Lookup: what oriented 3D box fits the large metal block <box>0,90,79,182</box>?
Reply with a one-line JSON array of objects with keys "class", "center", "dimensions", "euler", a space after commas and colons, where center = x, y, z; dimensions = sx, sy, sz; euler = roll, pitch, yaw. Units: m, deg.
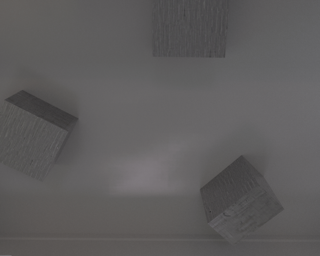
[{"class": "large metal block", "center": [-0.165, 0.010, 0.400], "dimensions": [0.080, 0.050, 0.080], "euler": [28, 108, -10]}]

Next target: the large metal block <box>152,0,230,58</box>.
[{"class": "large metal block", "center": [0.032, -0.124, 0.352], "dimensions": [0.081, 0.050, 0.079], "euler": [1, 110, -1]}]

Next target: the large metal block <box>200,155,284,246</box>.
[{"class": "large metal block", "center": [0.105, 0.095, 0.418], "dimensions": [0.080, 0.080, 0.050], "euler": [-43, 105, 14]}]
